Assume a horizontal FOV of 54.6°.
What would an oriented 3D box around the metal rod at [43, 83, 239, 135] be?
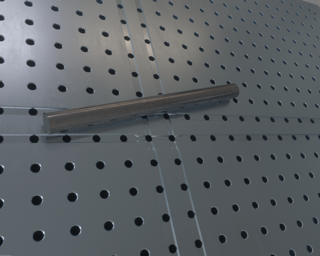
[{"bbox_3d":[-0.003,-0.033,0.426,0.302,0.025,0.025,-13,69,-33],"label":"metal rod"}]
